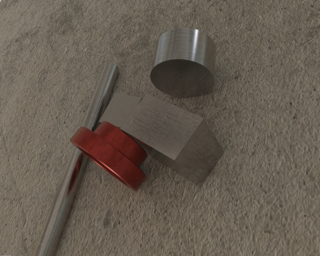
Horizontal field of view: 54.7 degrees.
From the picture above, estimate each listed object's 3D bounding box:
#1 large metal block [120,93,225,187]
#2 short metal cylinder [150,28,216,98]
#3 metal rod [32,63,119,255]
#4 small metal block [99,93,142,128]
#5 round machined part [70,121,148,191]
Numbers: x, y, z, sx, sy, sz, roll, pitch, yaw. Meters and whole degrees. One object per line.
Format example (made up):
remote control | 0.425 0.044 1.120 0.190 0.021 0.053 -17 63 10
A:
large metal block | 0.016 0.014 0.350 0.080 0.080 0.050 28 77 37
short metal cylinder | 0.031 -0.082 0.402 0.080 0.080 0.050 -5 60 25
metal rod | -0.112 0.033 0.440 0.025 0.025 0.300 0 62 28
small metal block | -0.050 -0.019 0.441 0.050 0.025 0.050 13 68 33
round machined part | -0.054 0.029 0.367 0.098 0.098 0.042 27 72 37
